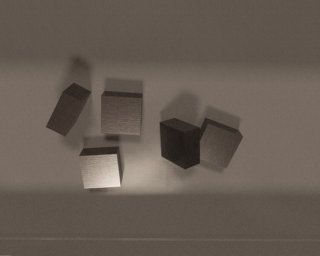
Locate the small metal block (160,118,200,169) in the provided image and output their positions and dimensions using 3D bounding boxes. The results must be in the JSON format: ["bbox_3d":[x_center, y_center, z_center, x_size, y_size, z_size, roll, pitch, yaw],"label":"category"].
[{"bbox_3d":[0.026,0.019,0.403,0.025,0.050,0.050,-17,114,-32],"label":"small metal block"}]

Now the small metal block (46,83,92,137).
[{"bbox_3d":[-0.113,-0.024,0.387,0.025,0.050,0.050,28,107,-10],"label":"small metal block"}]

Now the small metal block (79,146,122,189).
[{"bbox_3d":[-0.081,0.055,0.430,0.050,0.025,0.050,-3,110,1],"label":"small metal block"}]

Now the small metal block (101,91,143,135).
[{"bbox_3d":[-0.049,-0.020,0.403,0.050,0.025,0.050,4,110,-2],"label":"small metal block"}]

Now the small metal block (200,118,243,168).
[{"bbox_3d":[0.076,0.020,0.420,0.050,0.025,0.050,20,109,-8],"label":"small metal block"}]
